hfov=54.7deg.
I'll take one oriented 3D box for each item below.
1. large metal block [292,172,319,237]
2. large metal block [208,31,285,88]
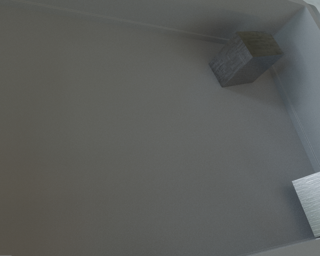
[{"bbox_3d":[0.248,0.102,0.436,0.050,0.080,0.080,20,49,-50],"label":"large metal block"},{"bbox_3d":[0.144,-0.116,0.521,0.081,0.080,0.050,-13,69,-34],"label":"large metal block"}]
